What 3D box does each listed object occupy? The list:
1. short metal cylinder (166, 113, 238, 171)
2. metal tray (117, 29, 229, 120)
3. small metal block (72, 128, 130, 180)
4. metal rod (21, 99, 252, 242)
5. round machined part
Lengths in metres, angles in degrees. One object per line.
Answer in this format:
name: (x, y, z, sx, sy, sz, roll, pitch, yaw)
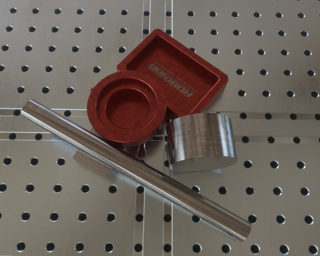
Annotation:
short metal cylinder: (0.049, 0.020, 0.374, 0.081, 0.080, 0.050, -4, 70, -2)
metal tray: (0.017, -0.070, 0.434, 0.130, 0.030, 0.090, 38, 74, 12)
small metal block: (-0.075, 0.032, 0.399, 0.050, 0.025, 0.050, 27, 72, 9)
metal rod: (-0.029, 0.050, 0.371, 0.301, 0.025, 0.025, 30, 72, 1)
round machined part: (-0.041, -0.022, 0.402, 0.099, 0.042, 0.098, 0, 70, 1)
